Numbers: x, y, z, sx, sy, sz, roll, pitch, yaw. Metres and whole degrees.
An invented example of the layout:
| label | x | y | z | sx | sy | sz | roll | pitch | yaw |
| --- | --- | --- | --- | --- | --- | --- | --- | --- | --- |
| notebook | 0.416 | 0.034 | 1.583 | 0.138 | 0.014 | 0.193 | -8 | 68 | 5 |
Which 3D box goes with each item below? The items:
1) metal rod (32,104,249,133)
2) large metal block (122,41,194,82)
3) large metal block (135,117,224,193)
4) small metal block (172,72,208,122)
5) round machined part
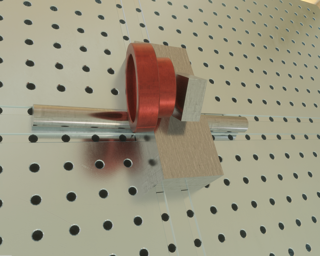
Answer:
| label | x | y | z | sx | sy | sz | roll | pitch | yaw |
| --- | --- | --- | --- | --- | --- | --- | --- | --- | --- |
| metal rod | -0.006 | -0.009 | 0.410 | 0.303 | 0.025 | 0.025 | 2 | 61 | -27 |
| large metal block | 0.000 | -0.069 | 0.434 | 0.081 | 0.050 | 0.080 | 1 | 62 | -28 |
| large metal block | 0.022 | 0.031 | 0.385 | 0.081 | 0.050 | 0.080 | 1 | 61 | -28 |
| small metal block | 0.028 | -0.039 | 0.375 | 0.025 | 0.050 | 0.050 | 1 | 18 | -28 |
| round machined part | -0.011 | -0.044 | 0.345 | 0.042 | 0.098 | 0.098 | -3 | 63 | -14 |
